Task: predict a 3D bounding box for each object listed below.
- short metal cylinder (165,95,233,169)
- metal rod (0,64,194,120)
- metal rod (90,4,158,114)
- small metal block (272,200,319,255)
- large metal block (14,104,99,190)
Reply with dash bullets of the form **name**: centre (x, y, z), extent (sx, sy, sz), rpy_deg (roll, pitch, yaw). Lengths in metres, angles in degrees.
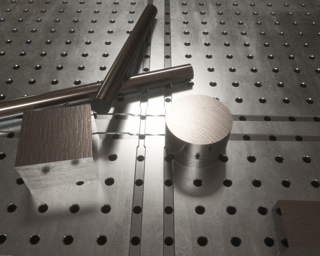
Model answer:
- **short metal cylinder**: centre (0.047, 0.004, 0.389), extent (0.081, 0.050, 0.080), rpy_deg (0, 50, 0)
- **metal rod**: centre (-0.096, -0.053, 0.450), extent (0.302, 0.025, 0.025), rpy_deg (-14, 52, -12)
- **metal rod**: centre (-0.045, -0.126, 0.490), extent (0.025, 0.025, 0.300), rpy_deg (9, 43, 7)
- **small metal block**: centre (0.150, 0.104, 0.322), extent (0.050, 0.025, 0.050), rpy_deg (2, 50, 1)
- **large metal block**: centre (-0.119, 0.022, 0.372), extent (0.081, 0.050, 0.080), rpy_deg (-7, 51, -6)
